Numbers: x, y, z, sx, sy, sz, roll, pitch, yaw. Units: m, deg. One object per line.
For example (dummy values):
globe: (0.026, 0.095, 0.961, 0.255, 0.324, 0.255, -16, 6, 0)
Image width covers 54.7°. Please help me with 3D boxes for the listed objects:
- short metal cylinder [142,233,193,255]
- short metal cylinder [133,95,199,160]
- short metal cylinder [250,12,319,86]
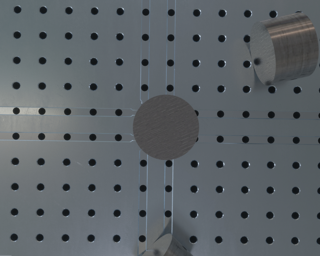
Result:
short metal cylinder: (0.005, 0.181, 0.386, 0.050, 0.080, 0.080, 45, 90, 0)
short metal cylinder: (0.007, -0.001, 0.401, 0.081, 0.050, 0.079, 0, 90, 0)
short metal cylinder: (0.152, -0.098, 0.387, 0.050, 0.080, 0.080, -13, 90, 0)
